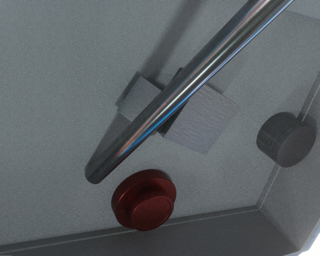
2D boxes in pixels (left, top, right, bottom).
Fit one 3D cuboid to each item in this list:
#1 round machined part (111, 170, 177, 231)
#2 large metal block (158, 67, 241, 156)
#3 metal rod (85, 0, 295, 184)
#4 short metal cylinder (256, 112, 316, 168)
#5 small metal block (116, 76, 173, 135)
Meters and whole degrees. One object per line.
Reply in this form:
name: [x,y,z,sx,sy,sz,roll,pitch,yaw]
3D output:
round machined part: [-0.019,0.113,0.459,0.099,0.042,0.097,-14,125,-21]
large metal block: [0.044,-0.020,0.406,0.080,0.050,0.080,24,105,-38]
metal rod: [0.003,-0.021,0.318,0.025,0.025,0.299,17,135,-36]
short metal cylinder: [0.212,0.020,0.524,0.081,0.050,0.079,-14,124,-21]
small metal block: [-0.014,-0.026,0.368,0.050,0.050,0.025,-54,170,10]
